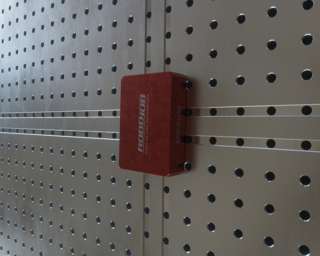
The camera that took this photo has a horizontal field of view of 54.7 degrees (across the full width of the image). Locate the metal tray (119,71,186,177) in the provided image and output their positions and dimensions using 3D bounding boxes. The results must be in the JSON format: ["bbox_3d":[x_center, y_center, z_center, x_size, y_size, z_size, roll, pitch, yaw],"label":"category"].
[{"bbox_3d":[-0.012,-0.006,0.413,0.090,0.030,0.129,3,92,39],"label":"metal tray"}]
